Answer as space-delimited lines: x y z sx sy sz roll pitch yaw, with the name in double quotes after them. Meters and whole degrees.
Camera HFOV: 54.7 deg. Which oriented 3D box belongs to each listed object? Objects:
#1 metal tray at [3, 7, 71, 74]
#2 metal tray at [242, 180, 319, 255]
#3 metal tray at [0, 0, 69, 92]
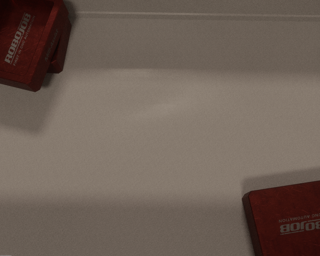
-0.204 -0.130 0.452 0.131 0.030 0.090 4 70 1 "metal tray"
0.174 0.113 0.368 0.131 0.030 0.090 -8 70 -4 "metal tray"
-0.188 -0.121 0.413 0.090 0.030 0.130 14 76 3 "metal tray"
